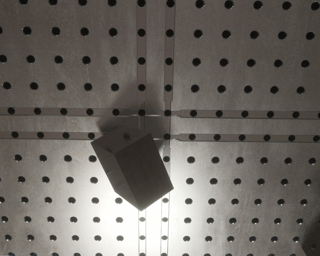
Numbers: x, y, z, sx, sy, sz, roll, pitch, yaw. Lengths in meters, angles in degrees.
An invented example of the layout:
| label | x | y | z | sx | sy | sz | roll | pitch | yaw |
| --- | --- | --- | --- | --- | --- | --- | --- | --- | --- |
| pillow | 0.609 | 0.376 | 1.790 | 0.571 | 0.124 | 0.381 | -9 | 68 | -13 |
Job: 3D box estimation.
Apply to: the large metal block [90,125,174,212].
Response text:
| label | x | y | z | sx | sy | sz | roll | pitch | yaw |
| --- | --- | --- | --- | --- | --- | --- | --- | --- | --- |
| large metal block | -0.037 | 0.047 | 0.393 | 0.050 | 0.080 | 0.080 | -31 | 111 | -24 |

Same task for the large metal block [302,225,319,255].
| label | x | y | z | sx | sy | sz | roll | pitch | yaw |
| --- | --- | --- | --- | --- | --- | --- | --- | --- | --- |
| large metal block | 0.284 | 0.185 | 0.473 | 0.080 | 0.050 | 0.080 | 23 | 108 | -9 |
